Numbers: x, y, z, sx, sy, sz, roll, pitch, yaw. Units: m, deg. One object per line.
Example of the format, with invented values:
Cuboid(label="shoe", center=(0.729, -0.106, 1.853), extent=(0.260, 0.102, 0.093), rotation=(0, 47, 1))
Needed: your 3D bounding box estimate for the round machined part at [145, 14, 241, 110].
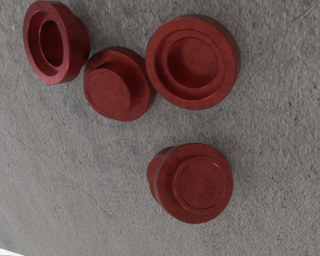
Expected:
Cuboid(label="round machined part", center=(0.037, -0.072, 0.332), extent=(0.098, 0.042, 0.097), rotation=(13, 124, 21))

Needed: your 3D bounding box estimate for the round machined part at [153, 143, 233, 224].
Cuboid(label="round machined part", center=(0.044, 0.067, 0.375), extent=(0.098, 0.098, 0.042), rotation=(47, 166, -5))

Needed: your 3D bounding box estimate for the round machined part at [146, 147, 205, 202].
Cuboid(label="round machined part", center=(0.025, 0.078, 0.431), extent=(0.098, 0.042, 0.097), rotation=(13, 124, 21))

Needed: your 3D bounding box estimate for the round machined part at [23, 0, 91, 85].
Cuboid(label="round machined part", center=(-0.124, -0.105, 0.384), extent=(0.098, 0.042, 0.097), rotation=(15, 115, 37))

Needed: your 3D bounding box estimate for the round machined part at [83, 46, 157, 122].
Cuboid(label="round machined part", center=(-0.057, -0.050, 0.395), extent=(0.098, 0.042, 0.097), rotation=(13, 124, 21))
